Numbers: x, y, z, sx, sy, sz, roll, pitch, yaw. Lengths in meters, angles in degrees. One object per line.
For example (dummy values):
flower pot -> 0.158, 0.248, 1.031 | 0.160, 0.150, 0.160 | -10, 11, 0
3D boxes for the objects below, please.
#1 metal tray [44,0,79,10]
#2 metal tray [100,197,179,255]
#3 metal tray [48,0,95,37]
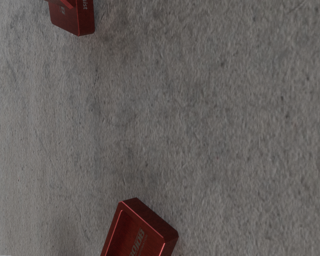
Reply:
metal tray -> -0.134, -0.253, 0.478 | 0.090, 0.030, 0.130 | 30, 86, 35
metal tray -> -0.036, 0.175, 0.428 | 0.090, 0.030, 0.129 | 31, 109, 35
metal tray -> -0.144, -0.221, 0.486 | 0.090, 0.030, 0.129 | 32, 133, 35
